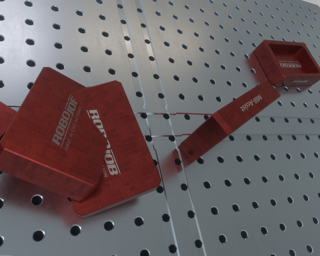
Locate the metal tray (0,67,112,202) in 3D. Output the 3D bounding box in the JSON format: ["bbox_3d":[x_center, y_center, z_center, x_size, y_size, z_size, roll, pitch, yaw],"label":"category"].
[{"bbox_3d":[-0.100,0.001,0.319,0.090,0.030,0.130,29,35,-22],"label":"metal tray"}]

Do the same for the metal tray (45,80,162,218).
[{"bbox_3d":[-0.065,0.020,0.337,0.091,0.030,0.130,-19,74,-17],"label":"metal tray"}]

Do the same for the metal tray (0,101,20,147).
[{"bbox_3d":[-0.208,0.014,0.284,0.090,0.030,0.130,33,51,-6],"label":"metal tray"}]

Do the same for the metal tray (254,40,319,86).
[{"bbox_3d":[0.260,-0.130,0.622,0.131,0.030,0.090,-6,65,-31],"label":"metal tray"}]

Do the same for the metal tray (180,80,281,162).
[{"bbox_3d":[0.096,-0.011,0.423,0.131,0.090,0.030,-30,79,-38],"label":"metal tray"}]
